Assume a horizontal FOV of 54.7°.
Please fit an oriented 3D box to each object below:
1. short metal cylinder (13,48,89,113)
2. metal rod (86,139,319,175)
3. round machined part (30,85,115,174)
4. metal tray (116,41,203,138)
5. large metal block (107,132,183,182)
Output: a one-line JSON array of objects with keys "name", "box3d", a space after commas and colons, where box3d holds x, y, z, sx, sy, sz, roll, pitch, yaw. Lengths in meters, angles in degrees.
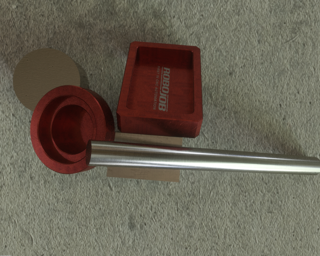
[{"name": "short metal cylinder", "box3d": [-0.136, -0.056, 0.397, 0.081, 0.050, 0.079, 0, 90, -1]}, {"name": "metal rod", "box3d": [0.070, 0.037, 0.353, 0.302, 0.025, 0.025, 6, 90, -25]}, {"name": "round machined part", "box3d": [-0.095, 0.002, 0.357, 0.098, 0.042, 0.097, 0, 89, 19]}, {"name": "metal tray", "box3d": [0.003, -0.051, 0.371, 0.091, 0.030, 0.130, 5, 50, 0]}, {"name": "large metal block", "box3d": [-0.017, 0.032, 0.383, 0.081, 0.080, 0.050, 5, 90, -1]}]
